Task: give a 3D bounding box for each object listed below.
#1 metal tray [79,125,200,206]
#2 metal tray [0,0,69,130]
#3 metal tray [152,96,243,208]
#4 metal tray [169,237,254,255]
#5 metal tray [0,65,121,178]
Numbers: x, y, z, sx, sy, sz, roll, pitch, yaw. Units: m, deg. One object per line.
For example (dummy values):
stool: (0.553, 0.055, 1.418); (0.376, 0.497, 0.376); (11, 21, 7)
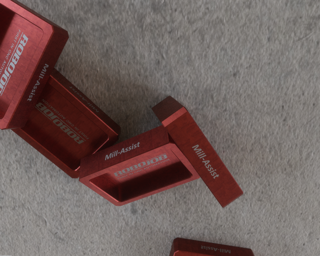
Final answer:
metal tray: (-0.024, 0.052, 0.396); (0.130, 0.030, 0.090); (-23, 137, 16)
metal tray: (-0.173, -0.074, 0.353); (0.090, 0.030, 0.129); (33, 101, 10)
metal tray: (0.044, 0.026, 0.383); (0.030, 0.090, 0.130); (-36, 107, 1)
metal tray: (0.078, 0.229, 0.493); (0.131, 0.030, 0.089); (11, 110, -5)
metal tray: (-0.128, -0.006, 0.402); (0.090, 0.030, 0.130); (-43, 105, 14)
